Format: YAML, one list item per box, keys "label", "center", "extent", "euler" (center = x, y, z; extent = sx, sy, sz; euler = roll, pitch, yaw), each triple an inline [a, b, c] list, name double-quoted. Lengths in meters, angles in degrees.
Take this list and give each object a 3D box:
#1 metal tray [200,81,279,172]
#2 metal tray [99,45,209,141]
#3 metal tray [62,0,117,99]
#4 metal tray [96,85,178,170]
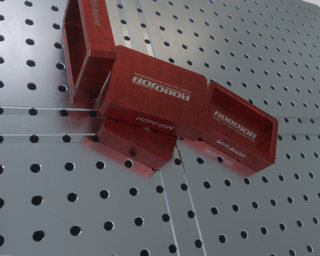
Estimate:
- label: "metal tray"
  center: [0.115, -0.004, 0.467]
  extent: [0.130, 0.030, 0.090]
  euler: [29, 52, -10]
- label: "metal tray"
  center: [-0.003, -0.043, 0.390]
  extent: [0.131, 0.030, 0.090]
  euler: [16, 55, -19]
- label: "metal tray"
  center: [-0.092, -0.113, 0.385]
  extent: [0.030, 0.090, 0.130]
  euler: [-1, 62, -29]
- label: "metal tray"
  center: [-0.015, -0.021, 0.409]
  extent: [0.090, 0.030, 0.130]
  euler: [29, 52, -10]
